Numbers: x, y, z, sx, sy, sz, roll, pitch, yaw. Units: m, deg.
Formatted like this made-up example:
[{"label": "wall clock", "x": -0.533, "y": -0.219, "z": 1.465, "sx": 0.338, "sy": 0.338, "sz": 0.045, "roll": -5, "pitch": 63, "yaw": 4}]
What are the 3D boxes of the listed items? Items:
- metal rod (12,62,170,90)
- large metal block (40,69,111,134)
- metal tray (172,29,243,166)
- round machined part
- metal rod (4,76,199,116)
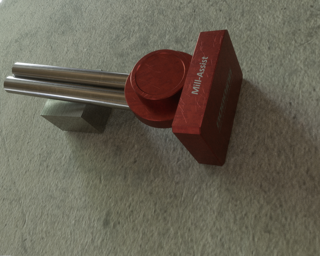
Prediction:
[{"label": "metal rod", "x": -0.072, "y": -0.065, "z": 0.424, "sx": 0.301, "sy": 0.025, "sz": 0.025, "roll": 9, "pitch": 65, "yaw": 17}, {"label": "large metal block", "x": -0.120, "y": -0.040, "z": 0.470, "sx": 0.080, "sy": 0.050, "sz": 0.080, "roll": 4, "pitch": 63, "yaw": 29}, {"label": "metal tray", "x": 0.059, "y": -0.033, "z": 0.351, "sx": 0.030, "sy": 0.090, "sz": 0.130, "roll": 4, "pitch": 63, "yaw": 30}, {"label": "round machined part", "x": 0.005, "y": -0.052, "z": 0.360, "sx": 0.098, "sy": 0.042, "sz": 0.098, "roll": -6, "pitch": 63, "yaw": 13}, {"label": "metal rod", "x": -0.080, "y": -0.041, "z": 0.414, "sx": 0.301, "sy": 0.025, "sz": 0.025, "roll": 9, "pitch": 66, "yaw": 18}]
